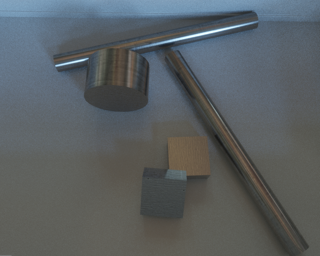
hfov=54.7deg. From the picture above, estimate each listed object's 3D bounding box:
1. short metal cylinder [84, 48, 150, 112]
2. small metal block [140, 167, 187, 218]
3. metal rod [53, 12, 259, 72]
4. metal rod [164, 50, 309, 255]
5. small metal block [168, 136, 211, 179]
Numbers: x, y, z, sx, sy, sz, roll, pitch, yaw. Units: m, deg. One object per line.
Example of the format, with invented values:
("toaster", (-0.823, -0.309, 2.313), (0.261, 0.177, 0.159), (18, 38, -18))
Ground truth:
("short metal cylinder", (-0.055, -0.059, 0.402), (0.081, 0.080, 0.050), (1, 70, 0))
("small metal block", (0.004, 0.077, 0.368), (0.050, 0.025, 0.050), (5, 108, 1))
("metal rod", (-0.002, -0.128, 0.456), (0.302, 0.025, 0.025), (-14, 71, -6))
("metal rod", (0.090, 0.019, 0.403), (0.025, 0.025, 0.299), (-27, 73, -10))
("small metal block", (0.036, 0.039, 0.396), (0.050, 0.025, 0.050), (-2, 70, -1))
